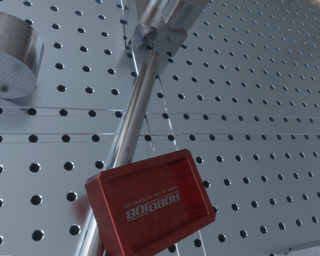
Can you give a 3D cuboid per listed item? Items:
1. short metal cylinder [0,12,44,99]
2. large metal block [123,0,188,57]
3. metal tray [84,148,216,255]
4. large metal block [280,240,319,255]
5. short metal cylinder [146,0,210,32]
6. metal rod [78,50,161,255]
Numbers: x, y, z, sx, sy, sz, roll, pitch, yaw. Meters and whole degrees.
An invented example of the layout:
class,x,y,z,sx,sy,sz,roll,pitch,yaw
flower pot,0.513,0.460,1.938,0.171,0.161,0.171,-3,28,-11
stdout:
class,x,y,z,sx,sy,sz,roll,pitch,yaw
short metal cylinder,-0.169,-0.075,0.327,0.081,0.080,0.050,12,57,-22
large metal block,-0.009,-0.166,0.488,0.081,0.050,0.080,7,59,-25
metal tray,-0.005,0.079,0.332,0.131,0.030,0.090,-11,75,-43
large metal block,0.209,0.180,0.375,0.050,0.080,0.080,-7,65,-31
short metal cylinder,0.027,-0.191,0.459,0.081,0.050,0.080,14,56,-21
metal rod,-0.039,0.011,0.380,0.025,0.025,0.300,24,53,-14
